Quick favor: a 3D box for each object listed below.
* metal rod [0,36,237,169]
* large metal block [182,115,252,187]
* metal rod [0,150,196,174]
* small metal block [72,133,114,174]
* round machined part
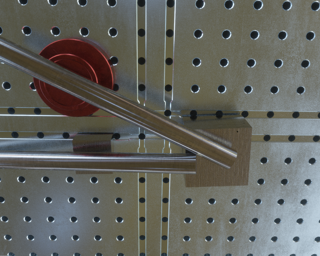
[{"bbox_3d":[-0.050,-0.027,0.351,0.301,0.025,0.025,26,108,-7],"label":"metal rod"},{"bbox_3d":[0.072,0.029,0.409,0.081,0.050,0.079,-2,110,0],"label":"large metal block"},{"bbox_3d":[-0.105,0.043,0.398,0.301,0.025,0.025,0,111,10],"label":"metal rod"},{"bbox_3d":[-0.090,0.035,0.426,0.050,0.025,0.050,0,110,-1],"label":"small metal block"},{"bbox_3d":[-0.107,-0.059,0.381,0.099,0.042,0.097,0,110,-1],"label":"round machined part"}]
